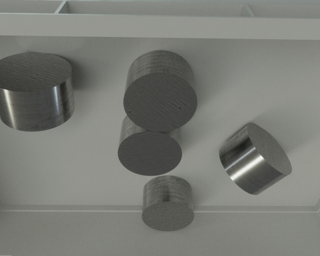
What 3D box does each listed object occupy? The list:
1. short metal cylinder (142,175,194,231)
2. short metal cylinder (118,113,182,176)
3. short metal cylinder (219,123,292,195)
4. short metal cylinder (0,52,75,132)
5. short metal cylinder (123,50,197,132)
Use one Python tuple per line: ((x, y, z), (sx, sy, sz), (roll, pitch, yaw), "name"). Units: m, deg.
((0.012, 0.121, 0.496), (0.081, 0.050, 0.079), (0, 130, 0), "short metal cylinder")
((-0.013, 0.018, 0.408), (0.081, 0.050, 0.079), (0, 130, 0), "short metal cylinder")
((0.125, 0.041, 0.408), (0.080, 0.080, 0.050), (30, 124, -23), "short metal cylinder")
((-0.136, -0.041, 0.337), (0.081, 0.080, 0.050), (5, 130, -4), "short metal cylinder")
((0.000, -0.042, 0.357), (0.081, 0.050, 0.079), (0, 130, 0), "short metal cylinder")
